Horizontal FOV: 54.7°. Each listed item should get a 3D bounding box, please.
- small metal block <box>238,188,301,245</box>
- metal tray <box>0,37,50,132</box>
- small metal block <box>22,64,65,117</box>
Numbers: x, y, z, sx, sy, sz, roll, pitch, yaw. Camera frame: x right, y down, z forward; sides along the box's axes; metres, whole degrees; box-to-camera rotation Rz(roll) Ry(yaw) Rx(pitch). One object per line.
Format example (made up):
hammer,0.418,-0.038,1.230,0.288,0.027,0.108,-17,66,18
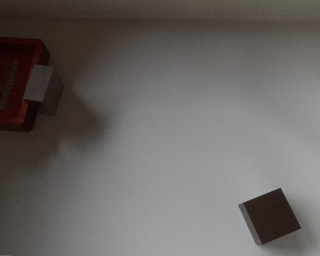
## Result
small metal block,0.130,0.106,0.373,0.050,0.025,0.050,-19,71,-7
metal tray,-0.213,-0.062,0.427,0.091,0.030,0.130,4,70,1
small metal block,-0.153,-0.049,0.412,0.025,0.050,0.050,9,70,3
